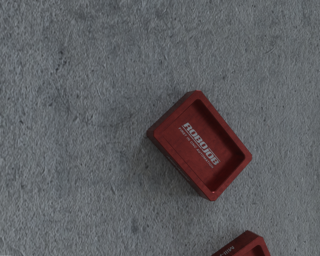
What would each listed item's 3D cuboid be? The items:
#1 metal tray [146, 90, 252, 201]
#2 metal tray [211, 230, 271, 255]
[{"bbox_3d":[0.056,0.024,0.426,0.090,0.030,0.130,-44,104,-15],"label":"metal tray"},{"bbox_3d":[0.105,0.221,0.445,0.131,0.030,0.090,-27,99,-18],"label":"metal tray"}]
